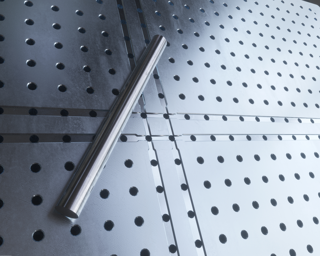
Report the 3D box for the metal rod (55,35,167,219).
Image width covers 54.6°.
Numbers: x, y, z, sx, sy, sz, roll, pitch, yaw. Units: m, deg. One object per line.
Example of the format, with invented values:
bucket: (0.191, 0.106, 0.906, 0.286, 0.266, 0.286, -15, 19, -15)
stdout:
metal rod: (-0.047, -0.027, 0.398, 0.025, 0.025, 0.300, 30, 52, -9)
